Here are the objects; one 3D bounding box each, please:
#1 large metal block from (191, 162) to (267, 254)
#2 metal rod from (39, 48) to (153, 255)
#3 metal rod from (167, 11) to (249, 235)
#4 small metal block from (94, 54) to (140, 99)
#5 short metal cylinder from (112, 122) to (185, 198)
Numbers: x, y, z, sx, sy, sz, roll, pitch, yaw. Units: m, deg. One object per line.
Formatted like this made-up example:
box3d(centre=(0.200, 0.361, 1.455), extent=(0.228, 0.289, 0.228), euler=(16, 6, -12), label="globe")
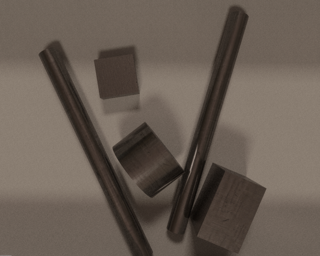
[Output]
box3d(centre=(0.080, 0.094, 0.385), extent=(0.050, 0.080, 0.080), euler=(23, 90, -1), label="large metal block")
box3d(centre=(-0.084, 0.035, 0.410), extent=(0.025, 0.025, 0.299), euler=(-25, 90, 0), label="metal rod")
box3d(centre=(0.063, -0.007, 0.412), extent=(0.025, 0.025, 0.298), euler=(17, 90, -1), label="metal rod")
box3d(centre=(-0.056, -0.067, 0.411), extent=(0.050, 0.025, 0.050), euler=(-9, 90, -1), label="small metal block")
box3d(centre=(-0.014, 0.039, 0.384), extent=(0.050, 0.080, 0.080), euler=(-38, 91, 0), label="short metal cylinder")
